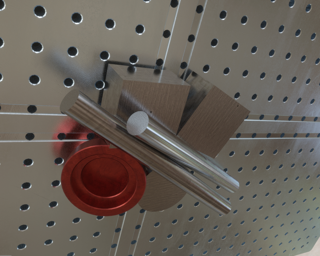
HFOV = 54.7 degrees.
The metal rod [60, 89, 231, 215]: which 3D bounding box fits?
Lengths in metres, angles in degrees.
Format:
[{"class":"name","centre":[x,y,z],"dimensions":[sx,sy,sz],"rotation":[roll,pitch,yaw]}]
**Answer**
[{"class":"metal rod","centre":[0.008,0.048,0.374],"dimensions":[0.025,0.025,0.301],"rotation":[-47,130,5]}]

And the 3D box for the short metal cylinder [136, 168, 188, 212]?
[{"class":"short metal cylinder","centre":[-0.004,0.068,0.429],"dimensions":[0.081,0.050,0.079],"rotation":[-14,124,-21]}]

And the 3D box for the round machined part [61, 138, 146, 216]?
[{"class":"round machined part","centre":[-0.066,0.056,0.380],"dimensions":[0.099,0.042,0.097],"rotation":[-1,113,-3]}]

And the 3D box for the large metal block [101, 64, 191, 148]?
[{"class":"large metal block","centre":[-0.021,-0.024,0.360],"dimensions":[0.081,0.050,0.079],"rotation":[1,118,-29]}]

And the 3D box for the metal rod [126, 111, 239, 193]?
[{"class":"metal rod","centre":[0.052,0.048,0.416],"dimensions":[0.025,0.025,0.301],"rotation":[-48,144,5]}]

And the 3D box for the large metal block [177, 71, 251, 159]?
[{"class":"large metal block","centre":[0.058,-0.016,0.411],"dimensions":[0.080,0.050,0.080],"rotation":[27,104,-38]}]
